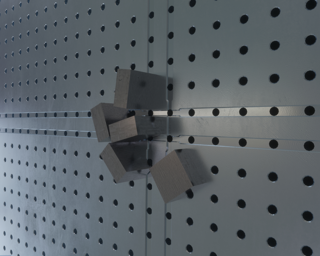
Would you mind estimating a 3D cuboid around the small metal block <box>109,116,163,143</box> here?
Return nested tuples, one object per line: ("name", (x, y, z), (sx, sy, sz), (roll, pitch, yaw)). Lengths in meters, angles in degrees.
("small metal block", (-0.032, 0.002, 0.421), (0.050, 0.050, 0.025), (-17, 79, 39))

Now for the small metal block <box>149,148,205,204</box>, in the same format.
("small metal block", (0.020, 0.061, 0.394), (0.050, 0.025, 0.050), (-40, 65, 32))

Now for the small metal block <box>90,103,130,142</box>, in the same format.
("small metal block", (-0.068, -0.008, 0.451), (0.025, 0.050, 0.050), (-27, 73, 37))

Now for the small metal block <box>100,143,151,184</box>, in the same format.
("small metal block", (-0.047, 0.047, 0.433), (0.025, 0.050, 0.050), (-51, 60, 28))

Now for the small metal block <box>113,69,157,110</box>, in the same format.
("small metal block", (-0.033, -0.052, 0.422), (0.025, 0.050, 0.050), (13, 98, 39))
